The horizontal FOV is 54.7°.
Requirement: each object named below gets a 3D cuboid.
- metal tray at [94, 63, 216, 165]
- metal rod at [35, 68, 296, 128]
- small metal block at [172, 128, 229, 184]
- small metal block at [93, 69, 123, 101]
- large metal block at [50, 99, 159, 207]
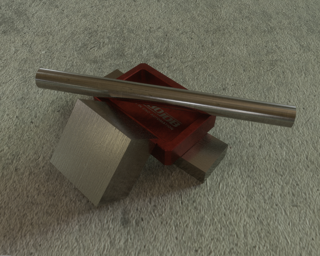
[{"bbox_3d":[-0.007,-0.023,0.387,0.130,0.030,0.090,36,58,26],"label":"metal tray"},{"bbox_3d":[0.000,-0.037,0.364,0.302,0.025,0.025,9,51,7],"label":"metal rod"},{"bbox_3d":[0.047,0.031,0.379,0.050,0.025,0.050,31,56,23],"label":"small metal block"},{"bbox_3d":[-0.064,-0.053,0.448,0.050,0.025,0.050,37,59,26],"label":"small metal block"},{"bbox_3d":[-0.062,0.024,0.337,0.080,0.080,0.050,35,17,26],"label":"large metal block"}]
